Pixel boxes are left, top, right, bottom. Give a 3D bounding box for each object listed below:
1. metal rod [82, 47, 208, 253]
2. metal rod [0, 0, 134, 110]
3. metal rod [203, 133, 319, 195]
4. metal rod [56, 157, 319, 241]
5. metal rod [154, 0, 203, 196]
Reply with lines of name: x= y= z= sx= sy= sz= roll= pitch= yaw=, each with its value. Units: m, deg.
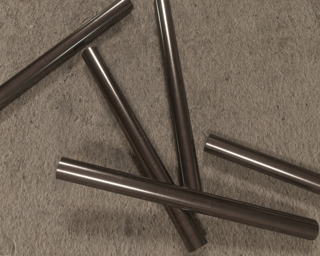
metal rod: x=-0.028 y=0.015 z=0.402 sx=0.025 sy=0.025 sz=0.299 roll=-28 pitch=73 yaw=-10
metal rod: x=-0.157 y=-0.095 z=0.440 sx=0.301 sy=0.025 sz=0.025 roll=-42 pitch=76 yaw=-14
metal rod: x=0.201 y=0.071 z=0.384 sx=0.301 sy=0.025 sz=0.025 roll=20 pitch=71 yaw=7
metal rod: x=0.035 y=0.082 z=0.354 sx=0.302 sy=0.025 sz=0.025 roll=15 pitch=71 yaw=-5
metal rod: x=0.021 y=-0.056 z=0.428 sx=0.025 sy=0.025 sz=0.299 roll=-7 pitch=70 yaw=-3
